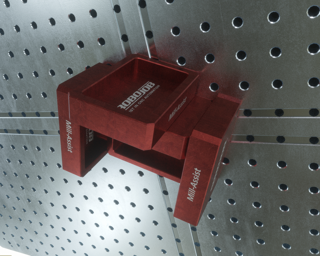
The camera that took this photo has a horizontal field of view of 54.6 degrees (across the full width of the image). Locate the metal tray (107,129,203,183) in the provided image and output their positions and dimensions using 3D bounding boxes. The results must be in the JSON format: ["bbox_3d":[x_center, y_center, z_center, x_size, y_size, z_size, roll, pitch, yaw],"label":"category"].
[{"bbox_3d":[-0.008,0.016,0.422,0.130,0.030,0.089,20,126,16],"label":"metal tray"}]

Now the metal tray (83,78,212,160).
[{"bbox_3d":[-0.014,-0.020,0.364,0.130,0.090,0.030,20,126,16],"label":"metal tray"}]

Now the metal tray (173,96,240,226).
[{"bbox_3d":[0.055,0.039,0.364,0.030,0.090,0.129,20,126,17],"label":"metal tray"}]

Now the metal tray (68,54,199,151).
[{"bbox_3d":[-0.022,-0.036,0.332,0.090,0.131,0.030,20,127,16],"label":"metal tray"}]

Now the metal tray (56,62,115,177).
[{"bbox_3d":[-0.091,-0.011,0.411,0.030,0.090,0.129,20,126,16],"label":"metal tray"}]
